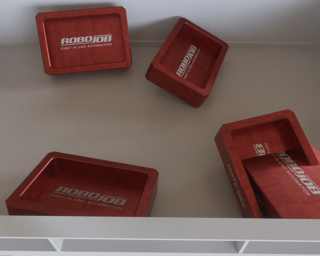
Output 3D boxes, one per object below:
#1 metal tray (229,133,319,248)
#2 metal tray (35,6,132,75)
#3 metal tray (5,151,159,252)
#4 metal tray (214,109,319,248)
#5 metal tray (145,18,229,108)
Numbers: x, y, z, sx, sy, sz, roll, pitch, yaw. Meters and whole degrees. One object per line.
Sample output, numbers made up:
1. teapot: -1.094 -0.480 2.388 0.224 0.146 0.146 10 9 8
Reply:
1. metal tray: 0.140 0.055 0.332 0.091 0.030 0.130 -11 34 -10
2. metal tray: -0.113 -0.132 0.473 0.131 0.089 0.030 -7 10 -6
3. metal tray: -0.074 0.071 0.323 0.131 0.030 0.090 9 31 7
4. metal tray: 0.124 0.051 0.334 0.091 0.030 0.130 -13 69 -10
5. metal tray: 0.044 -0.102 0.466 0.090 0.030 0.130 30 53 -4
